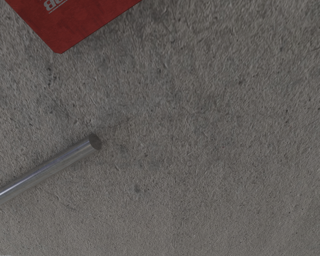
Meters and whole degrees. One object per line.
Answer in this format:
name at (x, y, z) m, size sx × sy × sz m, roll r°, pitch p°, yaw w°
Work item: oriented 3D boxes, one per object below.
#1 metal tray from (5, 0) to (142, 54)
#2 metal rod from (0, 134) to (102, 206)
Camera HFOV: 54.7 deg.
metal tray at (-0.075, -0.139, 0.285) m, size 0.130 × 0.030 × 0.090 m, roll -26°, pitch 126°, yaw 20°
metal rod at (-0.210, 0.085, 0.477) m, size 0.300 × 0.025 × 0.025 m, roll -29°, pitch 125°, yaw 22°
